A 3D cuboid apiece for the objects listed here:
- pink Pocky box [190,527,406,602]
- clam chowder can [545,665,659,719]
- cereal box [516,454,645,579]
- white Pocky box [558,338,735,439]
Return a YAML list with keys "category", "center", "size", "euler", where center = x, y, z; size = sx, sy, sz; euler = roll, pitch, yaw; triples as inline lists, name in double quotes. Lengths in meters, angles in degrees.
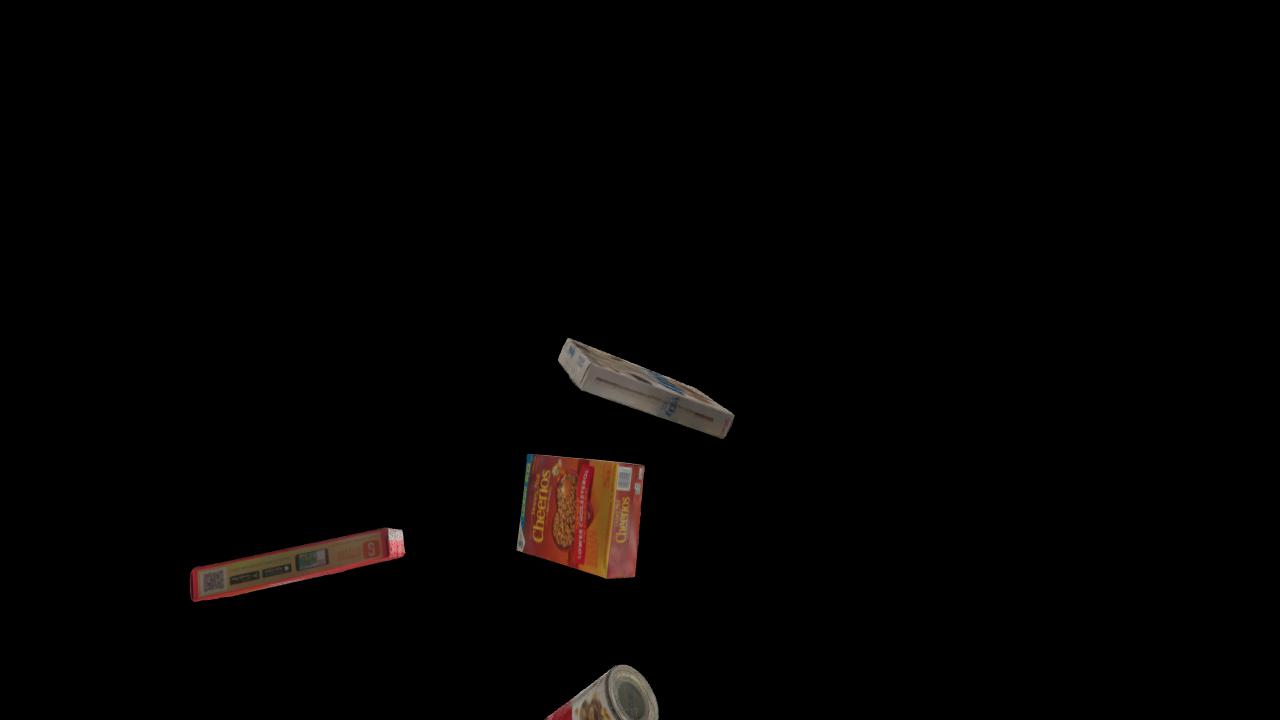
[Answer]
- category: "pink Pocky box"
  center: [-0.299, 0.182, 0.555]
  size: [0.155, 0.029, 0.084]
  euler: [-9, -15, -15]
- category: "clam chowder can"
  center: [-0.040, 0.349, 0.590]
  size: [0.102, 0.068, 0.068]
  euler: [-44, -16, 17]
- category: "cereal box"
  center: [-0.125, 0.293, 1.197]
  size: [0.081, 0.203, 0.306]
  euler: [14, -12, -41]
- category: "white Pocky box"
  center: [0.005, 0.027, 0.568]
  size: [0.154, 0.028, 0.084]
  euler: [21, 7, -25]
